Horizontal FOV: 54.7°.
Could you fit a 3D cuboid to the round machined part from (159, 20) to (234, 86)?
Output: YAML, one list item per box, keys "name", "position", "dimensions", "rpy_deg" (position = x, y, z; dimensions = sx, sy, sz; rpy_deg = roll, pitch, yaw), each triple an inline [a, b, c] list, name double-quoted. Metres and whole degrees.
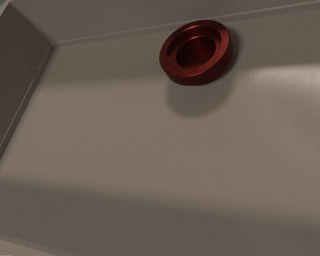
- name: "round machined part"
  position: [0.052, -0.098, 0.426]
  dimensions: [0.098, 0.042, 0.098]
  rpy_deg: [-13, 56, 20]
